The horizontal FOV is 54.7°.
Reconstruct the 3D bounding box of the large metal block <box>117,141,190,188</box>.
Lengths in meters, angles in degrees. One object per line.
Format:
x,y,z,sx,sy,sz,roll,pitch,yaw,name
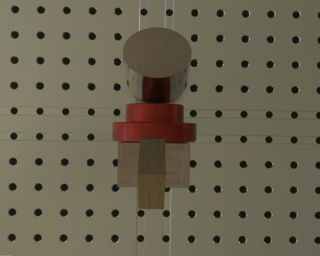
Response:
-0.007,0.041,0.385,0.081,0.080,0.050,1,90,-1,large metal block

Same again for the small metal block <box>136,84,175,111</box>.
-0.006,-0.031,0.412,0.050,0.025,0.050,1,90,-1,small metal block

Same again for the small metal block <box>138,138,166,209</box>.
-0.008,0.045,0.310,0.025,0.050,0.050,1,128,-1,small metal block

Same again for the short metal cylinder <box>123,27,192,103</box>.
-0.004,-0.077,0.384,0.081,0.050,0.080,1,60,-1,short metal cylinder

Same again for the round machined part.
-0.006,-0.007,0.366,0.099,0.098,0.042,1,90,-1,round machined part
